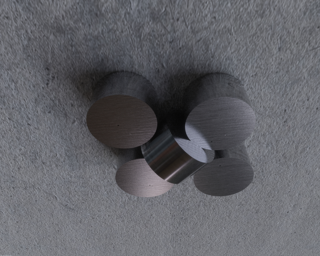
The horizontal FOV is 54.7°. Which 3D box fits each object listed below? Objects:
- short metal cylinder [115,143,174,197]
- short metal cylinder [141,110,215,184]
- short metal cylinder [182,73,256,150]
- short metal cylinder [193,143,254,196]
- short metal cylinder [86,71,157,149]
[{"bbox_3d":[-0.020,0.053,0.435,0.081,0.050,0.079,0,130,0],"label":"short metal cylinder"},{"bbox_3d":[0.023,0.024,0.393,0.080,0.080,0.050,32,123,-25],"label":"short metal cylinder"},{"bbox_3d":[0.069,-0.019,0.375,0.081,0.050,0.079,0,130,0],"label":"short metal cylinder"},{"bbox_3d":[0.085,0.051,0.436,0.081,0.050,0.079,0,130,0],"label":"short metal cylinder"},{"bbox_3d":[-0.043,-0.021,0.372,0.081,0.050,0.079,0,130,0],"label":"short metal cylinder"}]
